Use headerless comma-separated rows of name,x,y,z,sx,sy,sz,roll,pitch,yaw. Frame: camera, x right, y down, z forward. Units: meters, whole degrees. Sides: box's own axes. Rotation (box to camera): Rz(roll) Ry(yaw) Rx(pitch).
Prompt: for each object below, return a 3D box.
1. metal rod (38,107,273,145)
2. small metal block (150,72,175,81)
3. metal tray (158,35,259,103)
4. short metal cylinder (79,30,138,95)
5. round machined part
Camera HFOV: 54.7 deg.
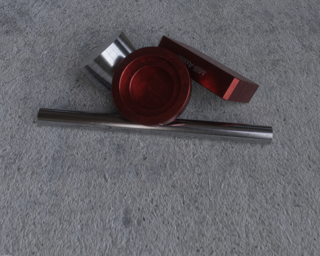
metal rod,-0.009,-0.003,0.407,0.302,0.025,0.025,5,50,4
small metal block,-0.001,-0.066,0.442,0.050,0.050,0.025,19,53,15
metal tray,0.066,-0.082,0.438,0.130,0.030,0.091,38,21,27
short metal cylinder,-0.068,-0.093,0.441,0.080,0.050,0.080,-33,26,19
round machined part,-0.008,-0.050,0.395,0.098,0.042,0.097,-1,85,12
